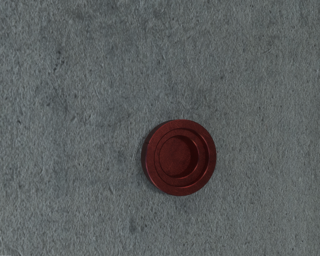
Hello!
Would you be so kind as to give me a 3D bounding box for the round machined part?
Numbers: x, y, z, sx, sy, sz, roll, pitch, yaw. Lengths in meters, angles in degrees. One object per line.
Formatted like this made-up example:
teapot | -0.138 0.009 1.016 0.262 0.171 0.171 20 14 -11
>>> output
round machined part | 0.021 0.037 0.410 0.099 0.042 0.097 0 90 -21
